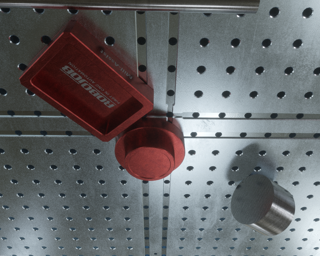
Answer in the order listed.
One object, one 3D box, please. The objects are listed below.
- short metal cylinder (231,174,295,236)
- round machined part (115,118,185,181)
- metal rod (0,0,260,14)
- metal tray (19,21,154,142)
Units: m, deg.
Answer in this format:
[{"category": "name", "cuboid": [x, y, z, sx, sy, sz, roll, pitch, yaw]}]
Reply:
[{"category": "short metal cylinder", "cuboid": [0.157, 0.118, 0.478, 0.050, 0.080, 0.080, 32, 123, -24]}, {"category": "round machined part", "cuboid": [-0.014, 0.036, 0.431, 0.099, 0.042, 0.097, 0, 130, 0]}, {"category": "metal rod", "cuboid": [-0.056, -0.128, 0.301, 0.302, 0.025, 0.025, 1, 130, -1]}, {"category": "metal tray", "cuboid": [-0.082, -0.048, 0.366, 0.090, 0.030, 0.130, -35, 122, 26]}]
